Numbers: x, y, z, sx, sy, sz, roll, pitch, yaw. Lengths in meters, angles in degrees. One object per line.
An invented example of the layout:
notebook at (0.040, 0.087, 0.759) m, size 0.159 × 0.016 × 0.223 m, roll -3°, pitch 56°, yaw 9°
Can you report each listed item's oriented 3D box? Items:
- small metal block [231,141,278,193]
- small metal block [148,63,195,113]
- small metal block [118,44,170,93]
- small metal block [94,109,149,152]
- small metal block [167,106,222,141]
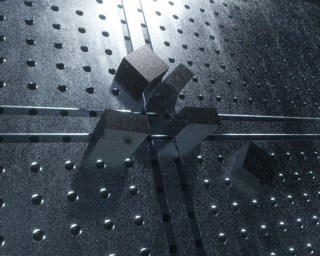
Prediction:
small metal block at (0.137, 0.056, 0.447) m, size 0.050 × 0.025 × 0.050 m, roll 36°, pitch 51°, yaw -5°
small metal block at (0.016, -0.056, 0.434) m, size 0.025 × 0.050 × 0.050 m, roll 41°, pitch 51°, yaw -1°
small metal block at (-0.023, -0.087, 0.449) m, size 0.050 × 0.025 × 0.050 m, roll 45°, pitch 51°, yaw 3°
small metal block at (-0.046, 0.005, 0.364) m, size 0.050 × 0.050 × 0.025 m, roll 8°, pitch 58°, yaw -24°
small metal block at (0.045, -0.004, 0.418) m, size 0.050 × 0.050 × 0.025 m, roll 2°, pitch 61°, yaw -27°
